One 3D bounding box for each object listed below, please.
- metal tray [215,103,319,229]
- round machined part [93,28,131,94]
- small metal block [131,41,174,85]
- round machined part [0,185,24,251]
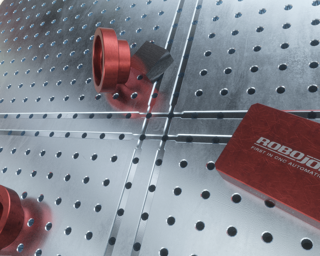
[{"bbox_3d":[0.134,0.035,0.313,0.130,0.030,0.090,26,75,36],"label":"metal tray"},{"bbox_3d":[-0.074,-0.102,0.474,0.042,0.097,0.098,-2,50,-22],"label":"round machined part"},{"bbox_3d":[-0.016,-0.102,0.477,0.050,0.025,0.050,35,81,38],"label":"small metal block"},{"bbox_3d":[-0.234,0.132,0.436,0.098,0.042,0.098,-13,56,20],"label":"round machined part"}]
